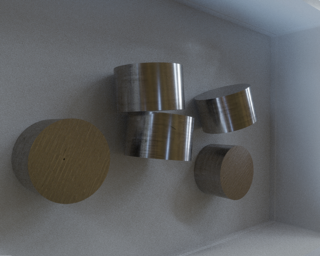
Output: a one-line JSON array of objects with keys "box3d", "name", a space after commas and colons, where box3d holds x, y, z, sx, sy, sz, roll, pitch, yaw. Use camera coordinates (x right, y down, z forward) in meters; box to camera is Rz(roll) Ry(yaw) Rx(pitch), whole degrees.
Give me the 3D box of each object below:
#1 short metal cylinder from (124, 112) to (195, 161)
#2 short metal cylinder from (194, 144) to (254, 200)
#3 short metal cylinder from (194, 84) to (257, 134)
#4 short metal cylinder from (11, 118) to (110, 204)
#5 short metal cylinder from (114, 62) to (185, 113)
[{"box3d": [-0.001, 0.011, 0.370, 0.081, 0.080, 0.050, 8, 85, -40], "name": "short metal cylinder"}, {"box3d": [0.098, 0.065, 0.472, 0.081, 0.050, 0.080, 0, 90, -40], "name": "short metal cylinder"}, {"box3d": [0.096, -0.029, 0.451, 0.081, 0.080, 0.050, -26, 107, -37], "name": "short metal cylinder"}, {"box3d": [-0.098, 0.031, 0.308, 0.081, 0.050, 0.080, 0, 90, -40], "name": "short metal cylinder"}, {"box3d": [-0.012, -0.045, 0.360, 0.081, 0.080, 0.050, -5, 93, -40], "name": "short metal cylinder"}]
